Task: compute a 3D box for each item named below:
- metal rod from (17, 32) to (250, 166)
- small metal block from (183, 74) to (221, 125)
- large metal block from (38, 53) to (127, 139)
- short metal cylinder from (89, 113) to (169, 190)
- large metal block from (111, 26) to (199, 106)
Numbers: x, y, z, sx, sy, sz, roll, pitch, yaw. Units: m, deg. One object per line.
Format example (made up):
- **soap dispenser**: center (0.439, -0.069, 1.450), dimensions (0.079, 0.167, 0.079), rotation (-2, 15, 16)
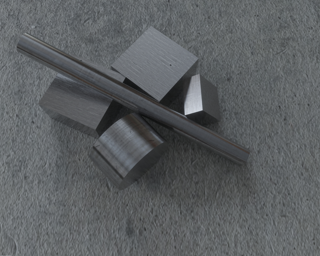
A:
- **metal rod**: center (-0.025, -0.030, 0.377), dimensions (0.301, 0.025, 0.025), rotation (27, 72, -8)
- **small metal block**: center (0.055, -0.036, 0.407), dimensions (0.025, 0.050, 0.050), rotation (-15, 66, 33)
- **large metal block**: center (-0.096, -0.039, 0.410), dimensions (0.080, 0.050, 0.080), rotation (24, 72, 8)
- **short metal cylinder**: center (-0.036, 0.028, 0.369), dimensions (0.080, 0.080, 0.050), rotation (-42, 76, -14)
- **large metal block**: center (-0.006, -0.077, 0.421), dimensions (0.080, 0.050, 0.080), rotation (38, 74, 12)
